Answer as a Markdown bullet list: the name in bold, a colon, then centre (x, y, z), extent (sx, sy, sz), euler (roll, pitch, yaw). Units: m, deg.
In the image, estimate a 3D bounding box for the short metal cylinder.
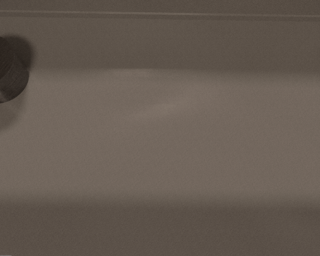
- **short metal cylinder**: centre (-0.230, -0.080, 0.423), extent (0.081, 0.050, 0.080), euler (0, 70, 0)
